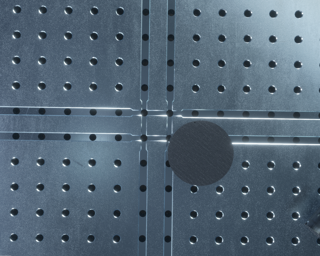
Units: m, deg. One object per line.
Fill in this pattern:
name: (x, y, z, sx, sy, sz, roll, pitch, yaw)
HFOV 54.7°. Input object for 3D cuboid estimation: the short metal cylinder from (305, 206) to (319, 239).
short metal cylinder: (0.232, 0.131, 0.388, 0.080, 0.080, 0.050, 42, 90, 0)

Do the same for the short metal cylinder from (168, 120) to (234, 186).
short metal cylinder: (0.050, 0.030, 0.401, 0.081, 0.050, 0.079, 0, 90, 0)
